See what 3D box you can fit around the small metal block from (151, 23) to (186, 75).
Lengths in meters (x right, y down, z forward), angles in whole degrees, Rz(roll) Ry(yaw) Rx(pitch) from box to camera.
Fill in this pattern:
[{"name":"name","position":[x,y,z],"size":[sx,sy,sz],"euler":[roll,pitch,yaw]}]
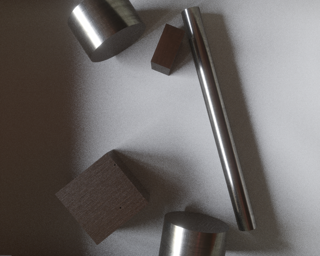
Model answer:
[{"name":"small metal block","position":[0.010,-0.099,0.399],"size":[0.025,0.050,0.050],"euler":[22,90,0]}]

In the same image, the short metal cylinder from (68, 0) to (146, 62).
[{"name":"short metal cylinder","position":[-0.065,-0.125,0.383],"size":[0.080,0.080,0.050],"euler":[-33,90,0]}]

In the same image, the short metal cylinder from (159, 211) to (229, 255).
[{"name":"short metal cylinder","position":[0.042,0.140,0.385],"size":[0.081,0.080,0.050],"euler":[8,90,-1]}]

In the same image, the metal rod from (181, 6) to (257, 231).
[{"name":"metal rod","position":[0.079,-0.012,0.412],"size":[0.025,0.025,0.298],"euler":[-15,90,0]}]

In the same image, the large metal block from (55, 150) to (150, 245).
[{"name":"large metal block","position":[-0.070,0.085,0.398],"size":[0.080,0.050,0.080],"euler":[-39,91,0]}]
